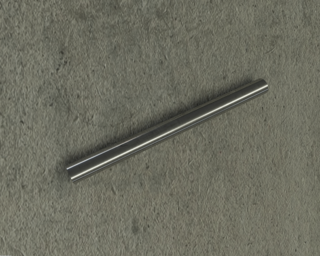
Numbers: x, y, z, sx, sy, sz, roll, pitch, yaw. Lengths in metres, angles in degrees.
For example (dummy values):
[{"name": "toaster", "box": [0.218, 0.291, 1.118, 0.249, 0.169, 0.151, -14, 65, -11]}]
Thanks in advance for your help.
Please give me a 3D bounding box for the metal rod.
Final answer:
[{"name": "metal rod", "box": [0.023, -0.003, 0.416, 0.302, 0.025, 0.025, -25, 98, -18]}]
